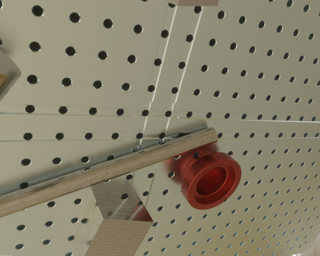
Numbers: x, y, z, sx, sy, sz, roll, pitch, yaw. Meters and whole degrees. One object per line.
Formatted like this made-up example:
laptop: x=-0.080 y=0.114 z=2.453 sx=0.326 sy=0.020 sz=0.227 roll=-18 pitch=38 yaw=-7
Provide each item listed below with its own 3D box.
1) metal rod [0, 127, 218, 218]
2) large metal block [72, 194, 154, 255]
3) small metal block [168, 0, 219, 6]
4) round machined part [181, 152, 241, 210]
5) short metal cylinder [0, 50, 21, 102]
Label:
metal rod: x=-0.057 y=0.052 z=0.413 sx=0.302 sy=0.025 sz=0.025 roll=-17 pitch=126 yaw=-19
large metal block: x=-0.069 y=0.147 z=0.450 sx=0.081 sy=0.050 sz=0.080 roll=16 pitch=110 yaw=-35
small metal block: x=0.039 y=-0.160 z=0.335 sx=0.050 sy=0.025 sz=0.050 roll=-10 pitch=123 yaw=-24
round machined part: x=0.077 y=0.079 z=0.493 sx=0.099 sy=0.042 sz=0.097 roll=-14 pitch=125 yaw=-21
short metal cylinder: x=-0.166 y=-0.048 z=0.255 sx=0.050 sy=0.080 sz=0.080 roll=-50 pitch=129 yaw=7
